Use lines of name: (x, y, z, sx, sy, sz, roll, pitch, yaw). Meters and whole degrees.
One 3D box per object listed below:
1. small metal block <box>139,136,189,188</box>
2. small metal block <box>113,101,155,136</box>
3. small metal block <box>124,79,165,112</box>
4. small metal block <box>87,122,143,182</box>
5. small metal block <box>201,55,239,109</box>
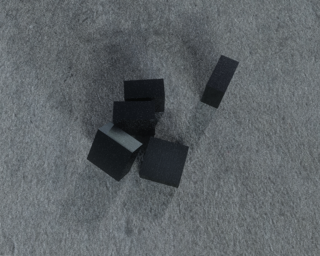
small metal block: (0.006, 0.044, 0.392, 0.050, 0.025, 0.050, 15, 71, 5)
small metal block: (-0.032, -0.011, 0.398, 0.050, 0.050, 0.025, 0, 66, -1)
small metal block: (-0.020, -0.041, 0.410, 0.050, 0.050, 0.025, -4, 70, -2)
small metal block: (-0.056, 0.029, 0.381, 0.050, 0.050, 0.025, 34, 32, 11)
small metal block: (0.080, -0.061, 0.418, 0.025, 0.050, 0.050, 25, 72, 8)
